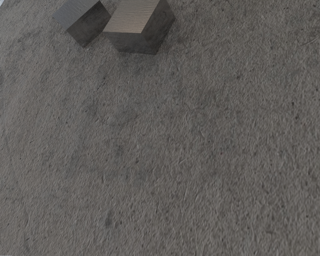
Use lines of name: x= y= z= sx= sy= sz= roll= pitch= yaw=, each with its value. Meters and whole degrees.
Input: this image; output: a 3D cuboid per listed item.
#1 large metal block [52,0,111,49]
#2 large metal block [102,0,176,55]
large metal block: x=-0.149 y=-0.212 z=0.596 sx=0.080 sy=0.050 sz=0.080 roll=-43 pitch=51 yaw=-1
large metal block: x=-0.033 y=-0.170 z=0.510 sx=0.080 sy=0.050 sz=0.080 roll=14 pitch=69 yaw=33
